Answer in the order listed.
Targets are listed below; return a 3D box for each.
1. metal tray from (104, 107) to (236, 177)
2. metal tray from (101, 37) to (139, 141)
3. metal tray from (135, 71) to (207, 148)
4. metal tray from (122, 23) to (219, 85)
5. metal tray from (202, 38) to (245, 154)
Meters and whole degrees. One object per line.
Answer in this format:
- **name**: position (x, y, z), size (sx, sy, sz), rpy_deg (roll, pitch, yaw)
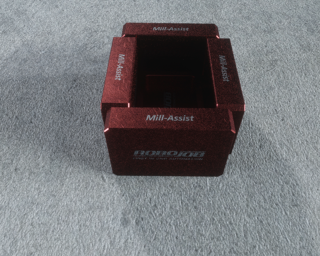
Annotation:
- **metal tray**: position (0.010, 0.018, 0.346), size (0.131, 0.089, 0.030), rpy_deg (1, 50, 0)
- **metal tray**: position (-0.047, -0.044, 0.398), size (0.030, 0.089, 0.130), rpy_deg (1, 50, 0)
- **metal tray**: position (0.014, -0.024, 0.422), size (0.091, 0.030, 0.130), rpy_deg (1, 50, 0)
- **metal tray**: position (0.014, -0.105, 0.450), size (0.131, 0.089, 0.030), rpy_deg (1, 50, 0)
- **metal tray**: position (0.075, -0.042, 0.398), size (0.030, 0.089, 0.130), rpy_deg (1, 50, 0)
